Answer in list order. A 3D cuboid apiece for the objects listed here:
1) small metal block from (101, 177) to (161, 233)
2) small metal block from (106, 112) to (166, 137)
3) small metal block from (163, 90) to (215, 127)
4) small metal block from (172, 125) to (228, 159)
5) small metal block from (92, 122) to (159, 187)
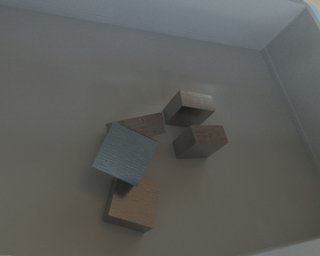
[{"bbox_3d":[-0.031,0.082,0.340,0.050,0.025,0.050,22,53,-16],"label":"small metal block"},{"bbox_3d":[-0.029,0.000,0.371,0.050,0.050,0.025,-13,93,-34],"label":"small metal block"},{"bbox_3d":[0.039,-0.024,0.427,0.050,0.050,0.025,7,59,-25],"label":"small metal block"},{"bbox_3d":[0.052,0.019,0.408,0.050,0.050,0.025,0,62,-29],"label":"small metal block"},{"bbox_3d":[-0.036,0.026,0.324,0.050,0.025,0.050,26,90,-3],"label":"small metal block"}]
